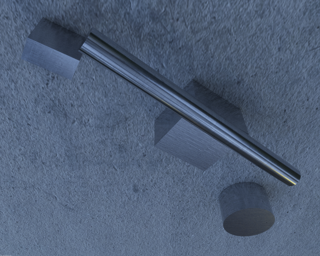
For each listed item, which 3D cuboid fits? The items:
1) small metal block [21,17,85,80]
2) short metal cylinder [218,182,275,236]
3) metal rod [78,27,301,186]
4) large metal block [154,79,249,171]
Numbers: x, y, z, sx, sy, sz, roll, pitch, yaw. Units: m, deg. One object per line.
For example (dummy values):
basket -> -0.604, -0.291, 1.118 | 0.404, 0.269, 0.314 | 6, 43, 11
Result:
small metal block -> -0.106, -0.082, 0.319 | 0.050, 0.050, 0.025 | 23, 126, -19
short metal cylinder -> 0.140, 0.134, 0.507 | 0.081, 0.050, 0.079 | 0, 130, 0
metal rod -> 0.052, -0.008, 0.335 | 0.301, 0.025, 0.025 | 31, 123, -24
large metal block -> 0.049, -0.001, 0.391 | 0.080, 0.050, 0.080 | 28, 125, -22
